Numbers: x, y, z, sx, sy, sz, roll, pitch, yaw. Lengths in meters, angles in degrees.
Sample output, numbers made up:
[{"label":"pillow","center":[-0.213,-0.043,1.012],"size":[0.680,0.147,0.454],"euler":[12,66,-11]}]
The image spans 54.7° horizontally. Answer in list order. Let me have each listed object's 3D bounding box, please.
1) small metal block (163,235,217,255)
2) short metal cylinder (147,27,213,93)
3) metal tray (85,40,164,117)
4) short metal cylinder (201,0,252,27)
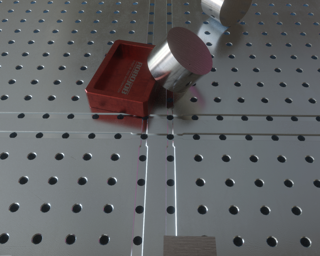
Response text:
[{"label":"small metal block","center":[0.028,0.133,0.296],"size":[0.050,0.025,0.050],"euler":[1,50,1]},{"label":"short metal cylinder","center":[0.029,-0.098,0.450],"size":[0.081,0.050,0.080],"euler":[18,55,-29]},{"label":"metal tray","center":[-0.045,-0.080,0.470],"size":[0.090,0.030,0.130],"euler":[12,51,9]},{"label":"short metal cylinder","center":[0.124,-0.236,0.571],"size":[0.081,0.080,0.050],"euler":[-28,56,-22]}]
